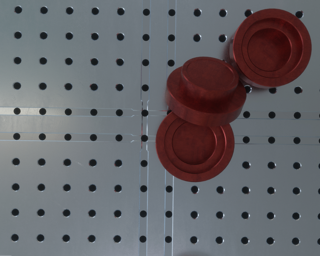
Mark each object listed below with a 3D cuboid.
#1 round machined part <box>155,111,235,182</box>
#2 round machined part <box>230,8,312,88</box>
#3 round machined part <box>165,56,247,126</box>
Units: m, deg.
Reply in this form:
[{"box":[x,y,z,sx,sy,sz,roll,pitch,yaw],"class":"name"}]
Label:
[{"box":[0.044,0.019,0.405,0.099,0.042,0.097,0,90,0],"class":"round machined part"},{"box":[0.140,-0.100,0.406,0.099,0.042,0.097,0,90,0],"class":"round machined part"},{"box":[0.057,-0.051,0.378,0.099,0.042,0.098,4,46,-4],"class":"round machined part"}]
